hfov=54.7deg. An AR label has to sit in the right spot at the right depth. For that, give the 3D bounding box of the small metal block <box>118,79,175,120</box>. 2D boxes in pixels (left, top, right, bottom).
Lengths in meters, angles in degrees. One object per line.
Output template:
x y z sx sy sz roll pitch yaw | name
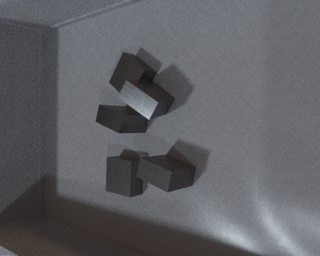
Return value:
-0.016 -0.038 0.394 0.050 0.050 0.025 36 113 16 | small metal block

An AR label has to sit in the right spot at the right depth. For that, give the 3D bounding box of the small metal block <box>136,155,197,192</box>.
0.008 0.054 0.382 0.050 0.050 0.025 19 102 38 | small metal block

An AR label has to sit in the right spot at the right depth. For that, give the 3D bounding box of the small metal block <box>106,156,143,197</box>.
-0.051 0.069 0.447 0.050 0.025 0.050 4 92 39 | small metal block

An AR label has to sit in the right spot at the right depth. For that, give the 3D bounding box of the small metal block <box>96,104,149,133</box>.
-0.052 -0.013 0.431 0.050 0.050 0.025 23 105 37 | small metal block

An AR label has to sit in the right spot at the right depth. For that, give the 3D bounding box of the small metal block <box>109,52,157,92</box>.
-0.039 -0.071 0.437 0.050 0.025 0.050 44 116 31 | small metal block
